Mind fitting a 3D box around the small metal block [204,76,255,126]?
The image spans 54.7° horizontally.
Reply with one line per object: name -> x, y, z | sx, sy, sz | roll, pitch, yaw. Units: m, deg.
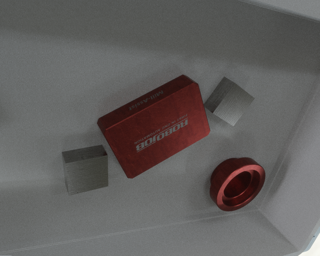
small metal block -> 0.098, -0.037, 0.442 | 0.050, 0.025, 0.050 | 27, 104, -38

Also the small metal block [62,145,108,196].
small metal block -> -0.094, 0.053, 0.391 | 0.050, 0.025, 0.050 | -10, 123, -24

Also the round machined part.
round machined part -> 0.126, 0.090, 0.525 | 0.099, 0.042, 0.097 | -14, 125, -21

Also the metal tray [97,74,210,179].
metal tray -> -0.004, -0.001, 0.405 | 0.131, 0.030, 0.090 | -29, 129, -10
